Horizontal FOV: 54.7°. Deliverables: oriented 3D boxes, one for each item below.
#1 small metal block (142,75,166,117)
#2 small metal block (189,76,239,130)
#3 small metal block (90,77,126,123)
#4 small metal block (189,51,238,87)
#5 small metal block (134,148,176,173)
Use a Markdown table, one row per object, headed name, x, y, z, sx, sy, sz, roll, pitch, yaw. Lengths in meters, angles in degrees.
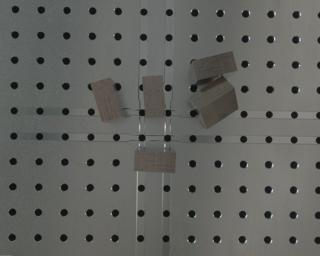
| name | x | y | z | sx | sy | sz | roll | pitch | yaw |
| --- | --- | --- | --- | --- | --- | --- | --- | --- | --- |
| small metal block | -0.007 | -0.039 | 0.401 | 0.025 | 0.050 | 0.050 | -5 | 90 | 0 |
| small metal block | 0.070 | -0.032 | 0.399 | 0.050 | 0.050 | 0.025 | -34 | 56 | 0 |
| small metal block | -0.065 | -0.034 | 0.400 | 0.025 | 0.050 | 0.050 | -17 | 90 | 0 |
| small metal block | 0.067 | -0.075 | 0.401 | 0.050 | 0.050 | 0.025 | -14 | 89 | 0 |
| small metal block | -0.006 | 0.041 | 0.401 | 0.050 | 0.050 | 0.025 | 3 | 90 | -1 |
